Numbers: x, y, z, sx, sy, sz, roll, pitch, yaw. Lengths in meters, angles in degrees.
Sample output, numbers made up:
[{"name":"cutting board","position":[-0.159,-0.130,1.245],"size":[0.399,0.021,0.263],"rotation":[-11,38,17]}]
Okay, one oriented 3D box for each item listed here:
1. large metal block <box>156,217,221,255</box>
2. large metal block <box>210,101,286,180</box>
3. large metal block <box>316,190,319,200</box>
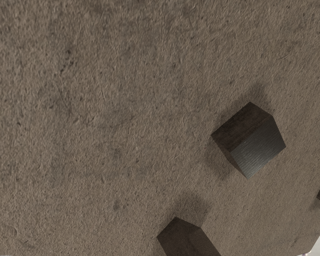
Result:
[{"name":"large metal block","position":[0.053,0.209,0.532],"size":[0.050,0.080,0.080],"rotation":[-49,129,6]},{"name":"large metal block","position":[0.138,0.020,0.481],"size":[0.080,0.050,0.080],"rotation":[-41,130,-1]},{"name":"large metal block","position":[0.420,0.137,0.710],"size":[0.081,0.050,0.079],"rotation":[-6,121,-26]}]
